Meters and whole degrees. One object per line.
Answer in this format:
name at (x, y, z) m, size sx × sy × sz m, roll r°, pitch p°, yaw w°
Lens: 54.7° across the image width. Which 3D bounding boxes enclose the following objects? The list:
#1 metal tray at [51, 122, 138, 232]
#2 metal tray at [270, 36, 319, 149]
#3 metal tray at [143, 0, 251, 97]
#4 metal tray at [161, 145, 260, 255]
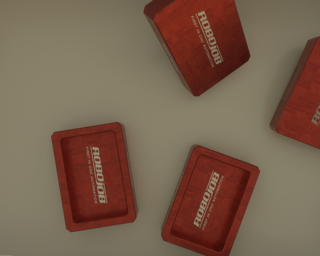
metal tray at (-0.084, 0.062, 0.408) m, size 0.091 × 0.030 × 0.129 m, roll -9°, pitch 90°, yaw 0°
metal tray at (0.212, -0.041, 0.399) m, size 0.090 × 0.030 × 0.129 m, roll 21°, pitch 100°, yaw 0°
metal tray at (0.050, -0.109, 0.368) m, size 0.090 × 0.030 × 0.130 m, roll -36°, pitch 135°, yaw 0°
metal tray at (0.065, 0.096, 0.409) m, size 0.090 × 0.030 × 0.129 m, roll 20°, pitch 90°, yaw 0°
